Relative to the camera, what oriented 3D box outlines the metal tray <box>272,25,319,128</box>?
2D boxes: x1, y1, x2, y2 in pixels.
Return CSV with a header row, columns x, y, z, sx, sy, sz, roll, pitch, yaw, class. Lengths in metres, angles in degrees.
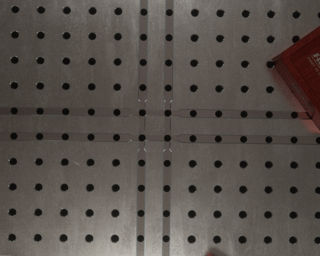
x,y,z,sx,sy,sz,roll,pitch,yaw,class
0.227,-0.067,0.413,0.090,0.030,0.130,-36,90,-1,metal tray
